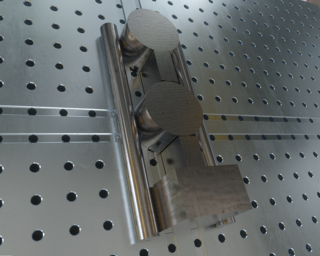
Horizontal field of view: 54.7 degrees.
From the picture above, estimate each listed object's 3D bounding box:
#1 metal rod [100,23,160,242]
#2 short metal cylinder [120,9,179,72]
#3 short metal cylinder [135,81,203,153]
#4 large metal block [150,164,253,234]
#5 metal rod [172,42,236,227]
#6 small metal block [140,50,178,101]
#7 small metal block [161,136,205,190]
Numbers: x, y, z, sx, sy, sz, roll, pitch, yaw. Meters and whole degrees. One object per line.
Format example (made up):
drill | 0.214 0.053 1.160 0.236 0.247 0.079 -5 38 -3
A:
metal rod | -0.044 -0.014 0.392 0.025 0.025 0.299 1 61 -28
short metal cylinder | -0.019 -0.129 0.460 0.081 0.050 0.080 14 56 -21
short metal cylinder | 0.009 -0.014 0.405 0.081 0.050 0.080 14 56 -21
large metal block | 0.039 0.080 0.345 0.081 0.080 0.050 1 62 -28
metal rod | 0.049 -0.014 0.442 0.025 0.025 0.299 1 61 -28
small metal block | -0.003 -0.072 0.433 0.025 0.050 0.050 1 62 -28
small metal block | 0.028 0.043 0.380 0.025 0.050 0.050 0 62 -28
